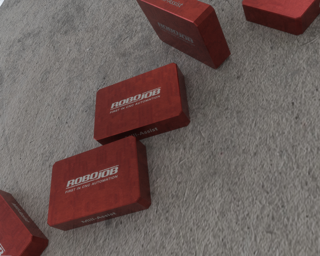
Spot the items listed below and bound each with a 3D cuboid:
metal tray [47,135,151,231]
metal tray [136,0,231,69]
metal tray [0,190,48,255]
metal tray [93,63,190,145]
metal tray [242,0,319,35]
[{"bbox_3d":[-0.079,0.071,0.399,0.130,0.030,0.090,-19,54,16],"label":"metal tray"},{"bbox_3d":[0.032,-0.142,0.432,0.030,0.090,0.130,-47,51,-4],"label":"metal tray"},{"bbox_3d":[-0.221,0.153,0.423,0.130,0.030,0.090,28,77,37],"label":"metal tray"},{"bbox_3d":[-0.028,-0.030,0.434,0.130,0.030,0.090,-17,55,18],"label":"metal tray"},{"bbox_3d":[0.187,-0.193,0.421,0.130,0.030,0.090,-49,52,-7],"label":"metal tray"}]
